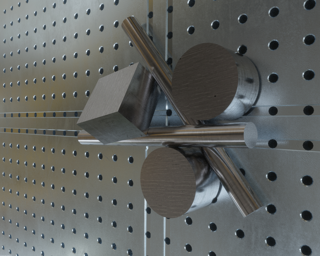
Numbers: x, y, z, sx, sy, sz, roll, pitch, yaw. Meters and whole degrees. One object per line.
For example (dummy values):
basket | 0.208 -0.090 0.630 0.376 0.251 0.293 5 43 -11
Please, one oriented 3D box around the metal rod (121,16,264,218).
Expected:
metal rod | 0.027 -0.030 0.382 0.025 0.025 0.299 -45 63 30

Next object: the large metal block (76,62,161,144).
large metal block | -0.052 -0.030 0.407 0.080 0.050 0.080 -13 47 39

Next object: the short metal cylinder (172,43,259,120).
short metal cylinder | 0.060 -0.048 0.339 0.080 0.050 0.079 0 90 40

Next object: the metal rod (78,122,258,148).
metal rod | -0.019 0.011 0.398 0.300 0.025 0.025 -2 89 46

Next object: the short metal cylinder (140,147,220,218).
short metal cylinder | 0.023 0.061 0.369 0.080 0.050 0.079 0 90 40
